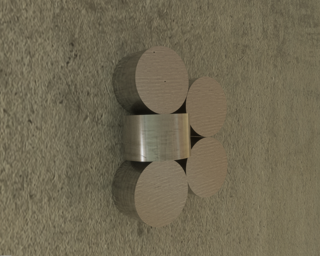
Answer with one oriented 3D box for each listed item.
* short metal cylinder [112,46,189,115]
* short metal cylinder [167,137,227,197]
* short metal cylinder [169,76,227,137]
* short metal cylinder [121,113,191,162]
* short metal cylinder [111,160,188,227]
[{"bbox_3d":[-0.011,-0.056,0.380,0.081,0.050,0.080,-1,91,-39],"label":"short metal cylinder"},{"bbox_3d":[0.048,0.052,0.429,0.081,0.050,0.079,-1,91,-39],"label":"short metal cylinder"},{"bbox_3d":[0.047,-0.028,0.428,0.081,0.050,0.079,-1,91,-40],"label":"short metal cylinder"},{"bbox_3d":[-0.004,0.009,0.367,0.081,0.080,0.050,-4,93,-40],"label":"short metal cylinder"},{"bbox_3d":[-0.012,0.075,0.380,0.081,0.050,0.080,-1,91,-39],"label":"short metal cylinder"}]
